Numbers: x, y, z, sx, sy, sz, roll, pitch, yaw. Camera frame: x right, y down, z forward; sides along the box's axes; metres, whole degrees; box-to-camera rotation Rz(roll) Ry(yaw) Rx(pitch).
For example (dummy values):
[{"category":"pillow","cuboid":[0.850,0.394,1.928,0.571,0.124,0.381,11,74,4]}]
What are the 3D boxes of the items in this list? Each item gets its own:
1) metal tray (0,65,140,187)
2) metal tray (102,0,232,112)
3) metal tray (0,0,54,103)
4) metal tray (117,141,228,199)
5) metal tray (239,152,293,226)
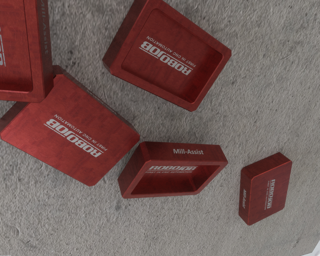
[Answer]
[{"category":"metal tray","cuboid":[-0.097,0.003,0.353,0.090,0.030,0.130,-46,129,3]},{"category":"metal tray","cuboid":[0.012,-0.082,0.359,0.131,0.030,0.090,22,107,-36]},{"category":"metal tray","cuboid":[-0.140,-0.088,0.251,0.091,0.030,0.129,4,119,-5]},{"category":"metal tray","cuboid":[0.018,0.060,0.431,0.131,0.030,0.089,4,137,-31]},{"category":"metal tray","cuboid":[0.196,0.116,0.583,0.091,0.030,0.129,-19,126,-17]}]
